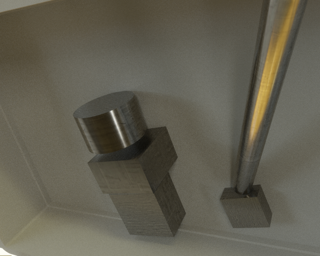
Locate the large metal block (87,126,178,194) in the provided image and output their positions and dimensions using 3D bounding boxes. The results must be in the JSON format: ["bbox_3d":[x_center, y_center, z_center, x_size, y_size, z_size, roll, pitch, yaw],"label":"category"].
[{"bbox_3d":[-0.034,0.043,0.416,0.080,0.080,0.050,-8,115,31],"label":"large metal block"}]

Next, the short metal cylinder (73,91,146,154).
[{"bbox_3d":[-0.064,-0.009,0.400,0.080,0.080,0.050,-4,116,30],"label":"short metal cylinder"}]

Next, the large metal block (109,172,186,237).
[{"bbox_3d":[-0.018,0.116,0.472,0.080,0.050,0.080,-9,114,31],"label":"large metal block"}]

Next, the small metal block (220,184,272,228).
[{"bbox_3d":[0.115,0.105,0.412,0.050,0.025,0.050,-14,112,33],"label":"small metal block"}]

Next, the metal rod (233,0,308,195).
[{"bbox_3d":[0.088,-0.010,0.279,0.025,0.025,0.299,16,149,19],"label":"metal rod"}]
